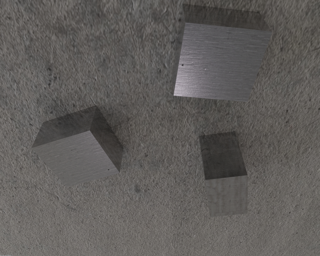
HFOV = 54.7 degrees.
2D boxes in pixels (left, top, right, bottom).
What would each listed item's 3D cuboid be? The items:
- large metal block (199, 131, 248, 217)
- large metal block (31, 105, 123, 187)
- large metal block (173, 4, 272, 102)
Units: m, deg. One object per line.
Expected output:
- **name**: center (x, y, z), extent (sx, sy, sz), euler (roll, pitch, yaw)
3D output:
- **large metal block**: center (0.086, 0.063, 0.426), extent (0.050, 0.080, 0.080), euler (-8, 130, 6)
- **large metal block**: center (-0.105, 0.026, 0.412), extent (0.080, 0.050, 0.080), euler (-16, 129, 13)
- **large metal block**: center (0.059, -0.078, 0.325), extent (0.081, 0.050, 0.079), euler (5, 130, -4)
